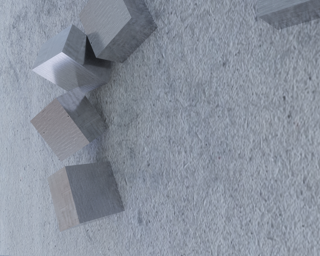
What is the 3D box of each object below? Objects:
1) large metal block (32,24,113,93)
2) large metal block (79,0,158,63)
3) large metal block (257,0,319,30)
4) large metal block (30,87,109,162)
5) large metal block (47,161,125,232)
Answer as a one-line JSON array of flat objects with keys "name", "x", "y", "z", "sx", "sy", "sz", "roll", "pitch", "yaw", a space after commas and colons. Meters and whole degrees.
[{"name": "large metal block", "x": -0.129, "y": -0.098, "z": 0.467, "sx": 0.080, "sy": 0.080, "sz": 0.050, "roll": -14, "pitch": 56, "yaw": 39}, {"name": "large metal block", "x": -0.061, "y": -0.152, "z": 0.440, "sx": 0.080, "sy": 0.050, "sz": 0.080, "roll": -37, "pitch": 67, "yaw": 34}, {"name": "large metal block", "x": 0.134, "y": -0.144, "z": 0.278, "sx": 0.080, "sy": 0.050, "sz": 0.080, "roll": -6, "pitch": 86, "yaw": 40}, {"name": "large metal block", "x": -0.142, "y": -0.005, "z": 0.486, "sx": 0.080, "sy": 0.050, "sz": 0.080, "roll": -30, "pitch": 99, "yaw": 36}, {"name": "large metal block", "x": -0.109, "y": 0.099, "z": 0.459, "sx": 0.050, "sy": 0.081, "sz": 0.080, "roll": -31, "pitch": 71, "yaw": 36}]
